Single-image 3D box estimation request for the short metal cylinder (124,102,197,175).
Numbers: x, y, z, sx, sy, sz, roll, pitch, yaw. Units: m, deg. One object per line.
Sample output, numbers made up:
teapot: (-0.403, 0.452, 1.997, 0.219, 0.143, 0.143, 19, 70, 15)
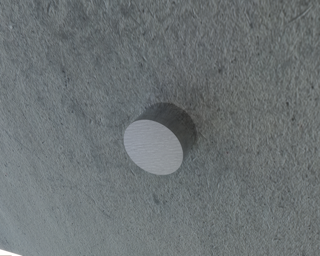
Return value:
short metal cylinder: (0.001, 0.013, 0.399, 0.080, 0.050, 0.079, 13, 124, 20)
